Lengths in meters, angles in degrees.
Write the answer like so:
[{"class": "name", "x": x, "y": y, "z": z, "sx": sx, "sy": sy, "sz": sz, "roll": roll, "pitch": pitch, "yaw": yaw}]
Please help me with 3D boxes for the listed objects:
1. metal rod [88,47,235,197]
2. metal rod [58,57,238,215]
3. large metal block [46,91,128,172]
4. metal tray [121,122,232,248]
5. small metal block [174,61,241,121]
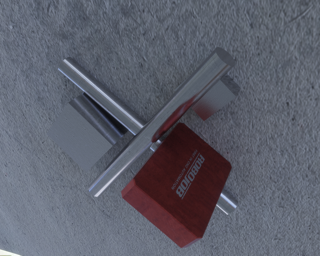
[{"class": "metal rod", "x": -0.019, "y": 0.014, "z": 0.392, "sx": 0.025, "sy": 0.025, "sz": 0.298, "roll": 43, "pitch": 129, "yaw": -2}, {"class": "metal rod", "x": -0.015, "y": 0.011, "z": 0.422, "sx": 0.300, "sy": 0.025, "sz": 0.025, "roll": 41, "pitch": 129, "yaw": 0}, {"class": "large metal block", "x": -0.103, "y": 0.004, "z": 0.445, "sx": 0.080, "sy": 0.050, "sz": 0.080, "roll": 45, "pitch": 129, "yaw": -4}, {"class": "metal tray", "x": 0.026, "y": 0.059, "z": 0.361, "sx": 0.090, "sy": 0.131, "sz": 0.030, "roll": 41, "pitch": 130, "yaw": 0}, {"class": "small metal block", "x": 0.054, "y": -0.044, "z": 0.352, "sx": 0.050, "sy": 0.025, "sz": 0.050, "roll": 46, "pitch": 129, "yaw": -4}]
